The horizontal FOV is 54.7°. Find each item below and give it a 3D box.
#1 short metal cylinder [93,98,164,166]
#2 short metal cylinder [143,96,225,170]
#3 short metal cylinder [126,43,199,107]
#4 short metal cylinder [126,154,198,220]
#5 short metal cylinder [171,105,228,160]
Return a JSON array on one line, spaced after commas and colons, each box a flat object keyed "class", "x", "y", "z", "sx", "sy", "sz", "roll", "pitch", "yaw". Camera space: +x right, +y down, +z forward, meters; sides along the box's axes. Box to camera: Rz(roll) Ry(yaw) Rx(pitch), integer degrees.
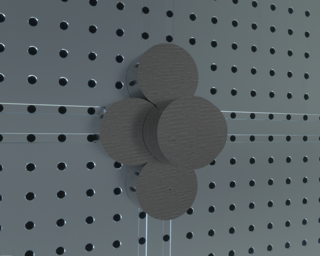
[{"class": "short metal cylinder", "x": -0.039, "y": 0.004, "z": 0.385, "sx": 0.081, "sy": 0.050, "sz": 0.079, "roll": 0, "pitch": 90, "yaw": -20}, {"class": "short metal cylinder", "x": 0.026, "y": 0.005, "z": 0.355, "sx": 0.081, "sy": 0.050, "sz": 0.079, "roll": 0, "pitch": 90, "yaw": -20}, {"class": "short metal cylinder", "x": 0.002, "y": -0.064, "z": 0.400, "sx": 0.081, "sy": 0.050, "sz": 0.079, "roll": 0, "pitch": 90, "yaw": -21}, {"class": "short metal cylinder", "x": 0.001, "y": 0.072, "z": 0.399, "sx": 0.081, "sy": 0.050, "sz": 0.080, "roll": 1, "pitch": 88, "yaw": -20}, {"class": "short metal cylinder", "x": 0.042, "y": 0.005, "z": 0.414, "sx": 0.081, "sy": 0.050, "sz": 0.079, "roll": 0, "pitch": 90, "yaw": -20}]
